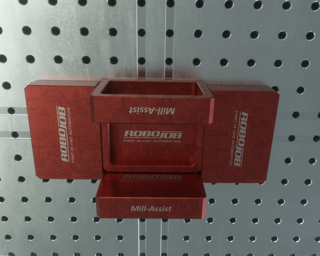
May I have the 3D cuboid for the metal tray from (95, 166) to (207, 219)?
[{"bbox_3d":[-0.011,0.079,0.406,0.131,0.090,0.030,1,110,-1],"label":"metal tray"}]

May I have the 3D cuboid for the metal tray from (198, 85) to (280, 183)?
[{"bbox_3d":[0.101,0.010,0.414,0.091,0.030,0.129,1,110,-2],"label":"metal tray"}]

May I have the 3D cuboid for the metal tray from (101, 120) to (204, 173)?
[{"bbox_3d":[-0.010,0.013,0.413,0.131,0.030,0.089,1,110,-1],"label":"metal tray"}]

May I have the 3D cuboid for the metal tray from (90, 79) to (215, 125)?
[{"bbox_3d":[-0.008,-0.034,0.366,0.131,0.090,0.030,1,110,-1],"label":"metal tray"}]

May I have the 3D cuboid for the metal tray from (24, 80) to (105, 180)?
[{"bbox_3d":[-0.121,0.004,0.410,0.091,0.030,0.129,1,110,-1],"label":"metal tray"}]
